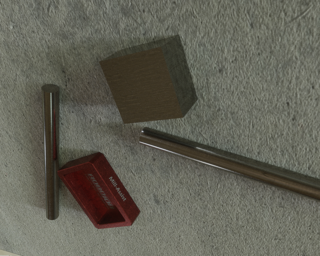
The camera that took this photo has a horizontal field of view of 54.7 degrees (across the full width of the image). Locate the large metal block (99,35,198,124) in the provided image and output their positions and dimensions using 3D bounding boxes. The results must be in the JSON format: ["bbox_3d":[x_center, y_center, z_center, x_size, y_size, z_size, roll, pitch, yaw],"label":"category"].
[{"bbox_3d":[-0.011,-0.055,0.361,0.080,0.050,0.080,-5,116,30],"label":"large metal block"}]

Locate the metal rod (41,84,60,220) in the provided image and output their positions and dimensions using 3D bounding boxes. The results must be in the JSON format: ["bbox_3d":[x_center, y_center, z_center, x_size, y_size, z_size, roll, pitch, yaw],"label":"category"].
[{"bbox_3d":[-0.189,0.059,0.539,0.025,0.025,0.298,24,127,13],"label":"metal rod"}]

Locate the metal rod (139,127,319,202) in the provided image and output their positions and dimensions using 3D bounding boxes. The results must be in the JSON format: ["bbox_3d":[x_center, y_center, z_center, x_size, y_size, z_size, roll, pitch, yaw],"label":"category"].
[{"bbox_3d":[0.115,0.051,0.377,0.301,0.025,0.025,17,125,18],"label":"metal rod"}]

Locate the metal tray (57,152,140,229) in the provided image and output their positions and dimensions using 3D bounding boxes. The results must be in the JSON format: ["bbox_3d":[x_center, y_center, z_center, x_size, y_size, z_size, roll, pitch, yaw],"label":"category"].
[{"bbox_3d":[-0.103,0.109,0.522,0.090,0.030,0.130,-19,109,35],"label":"metal tray"}]
